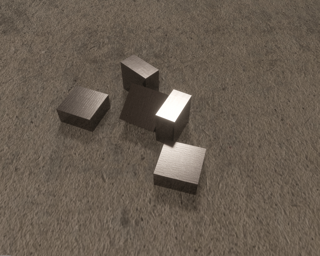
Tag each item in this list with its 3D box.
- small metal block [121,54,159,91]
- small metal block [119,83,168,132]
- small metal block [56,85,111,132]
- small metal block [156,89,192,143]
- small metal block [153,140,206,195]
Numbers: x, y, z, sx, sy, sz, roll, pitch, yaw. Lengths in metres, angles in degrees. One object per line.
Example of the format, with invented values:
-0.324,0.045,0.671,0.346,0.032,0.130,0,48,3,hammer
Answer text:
-0.028,-0.069,0.445,0.050,0.050,0.025,37,59,26,small metal block
-0.019,-0.026,0.409,0.050,0.025,0.050,20,91,15,small metal block
-0.104,-0.027,0.425,0.050,0.025,0.050,17,52,13,small metal block
0.017,-0.012,0.398,0.025,0.050,0.050,22,53,17,small metal block
0.024,0.046,0.365,0.050,0.025,0.050,13,51,10,small metal block
